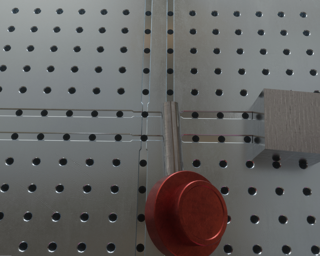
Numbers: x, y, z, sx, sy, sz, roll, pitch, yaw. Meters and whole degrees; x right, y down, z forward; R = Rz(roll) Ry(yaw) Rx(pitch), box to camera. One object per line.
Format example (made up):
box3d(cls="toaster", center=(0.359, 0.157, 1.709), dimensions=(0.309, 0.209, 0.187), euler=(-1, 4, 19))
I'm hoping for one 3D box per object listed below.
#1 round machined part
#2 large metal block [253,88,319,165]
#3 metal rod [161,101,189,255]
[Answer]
box3d(cls="round machined part", center=(0.036, 0.095, 0.344), dimensions=(0.099, 0.042, 0.098), euler=(13, 65, -30))
box3d(cls="large metal block", center=(0.167, -0.001, 0.400), dimensions=(0.080, 0.050, 0.080), euler=(5, 70, 2))
box3d(cls="metal rod", center=(0.020, 0.109, 0.371), dimensions=(0.025, 0.025, 0.299), euler=(-2, 70, -1))
